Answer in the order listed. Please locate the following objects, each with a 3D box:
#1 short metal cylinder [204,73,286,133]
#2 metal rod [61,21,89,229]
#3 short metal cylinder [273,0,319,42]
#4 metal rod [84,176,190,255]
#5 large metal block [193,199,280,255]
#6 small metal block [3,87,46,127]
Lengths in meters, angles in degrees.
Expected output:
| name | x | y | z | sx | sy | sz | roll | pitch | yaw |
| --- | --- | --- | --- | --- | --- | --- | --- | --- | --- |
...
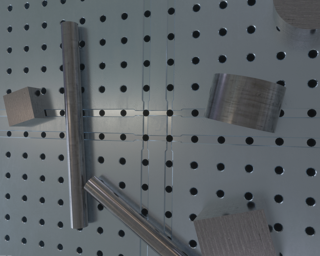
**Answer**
| name | x | y | z | sx | sy | sz | roll | pitch | yaw |
| --- | --- | --- | --- | --- | --- | --- | --- | --- | --- |
| short metal cylinder | 0.095 | -0.028 | 0.350 | 0.080 | 0.080 | 0.050 | 14 | 95 | 19 |
| metal rod | -0.126 | -0.005 | 0.456 | 0.025 | 0.025 | 0.298 | -4 | 89 | 20 |
| short metal cylinder | 0.167 | -0.141 | 0.340 | 0.080 | 0.050 | 0.079 | 0 | 90 | 20 |
| metal rod | 0.016 | 0.165 | 0.406 | 0.300 | 0.025 | 0.025 | 36 | 102 | 16 |
| large metal block | 0.094 | 0.136 | 0.366 | 0.080 | 0.050 | 0.080 | -16 | 85 | 19 |
| small metal block | -0.214 | -0.033 | 0.488 | 0.050 | 0.025 | 0.050 | -16 | 85 | 19 |
